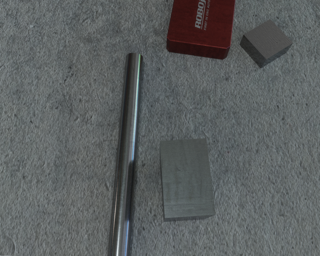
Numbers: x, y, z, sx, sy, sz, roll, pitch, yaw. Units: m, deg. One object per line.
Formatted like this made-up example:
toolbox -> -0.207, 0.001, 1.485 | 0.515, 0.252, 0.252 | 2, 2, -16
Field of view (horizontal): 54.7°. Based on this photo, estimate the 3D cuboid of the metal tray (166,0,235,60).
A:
metal tray -> 0.064, -0.172, 0.469 | 0.091, 0.030, 0.130 | 9, 70, 3

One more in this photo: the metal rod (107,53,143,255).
metal rod -> -0.043, 0.039, 0.393 | 0.025, 0.025, 0.299 | 2, 70, 0

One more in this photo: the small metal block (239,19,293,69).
small metal block -> 0.155, -0.124, 0.455 | 0.050, 0.025, 0.050 | -32, 73, -11

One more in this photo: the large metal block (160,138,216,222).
large metal block -> 0.027, 0.063, 0.356 | 0.050, 0.080, 0.080 | -3, 70, -2
